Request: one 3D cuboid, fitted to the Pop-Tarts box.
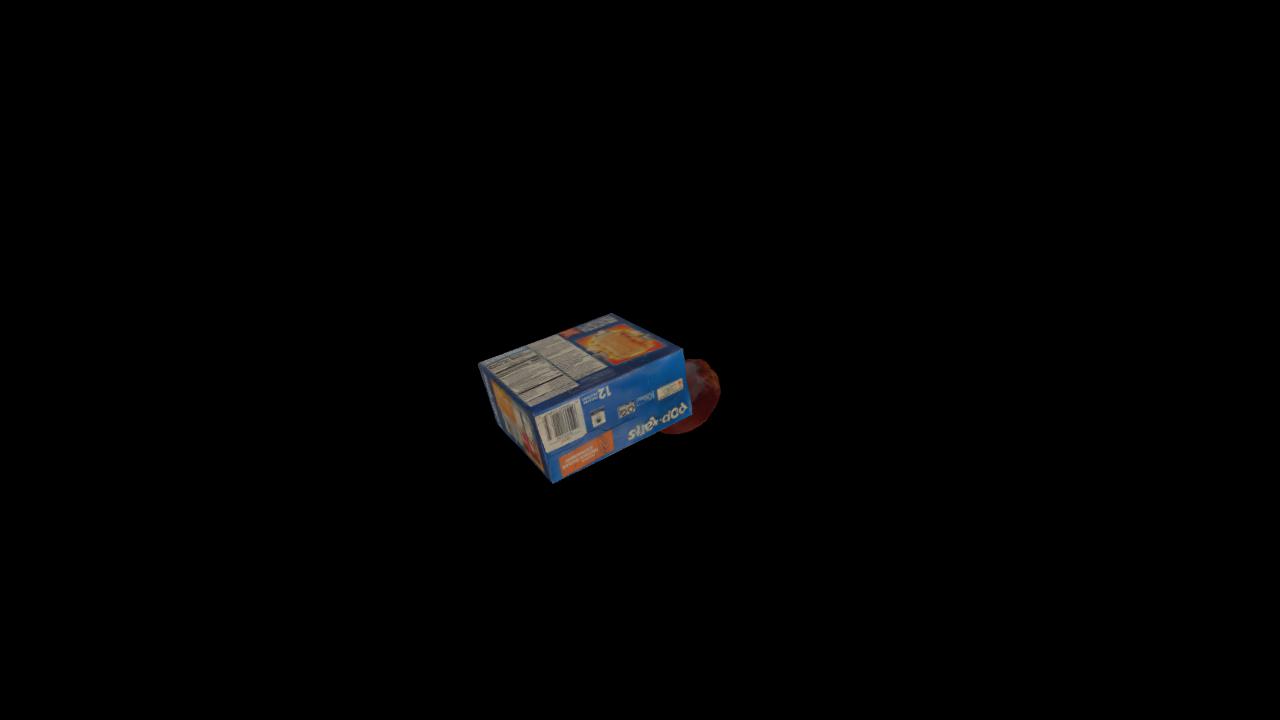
[{"bbox_3d":[-0.056,0.030,0.636,0.167,0.083,0.141,-23,31,-27],"label":"Pop-Tarts box"}]

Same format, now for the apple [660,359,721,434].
[{"bbox_3d":[0.041,0.039,0.666,0.093,0.079,0.079,-31,-13,23],"label":"apple"}]
